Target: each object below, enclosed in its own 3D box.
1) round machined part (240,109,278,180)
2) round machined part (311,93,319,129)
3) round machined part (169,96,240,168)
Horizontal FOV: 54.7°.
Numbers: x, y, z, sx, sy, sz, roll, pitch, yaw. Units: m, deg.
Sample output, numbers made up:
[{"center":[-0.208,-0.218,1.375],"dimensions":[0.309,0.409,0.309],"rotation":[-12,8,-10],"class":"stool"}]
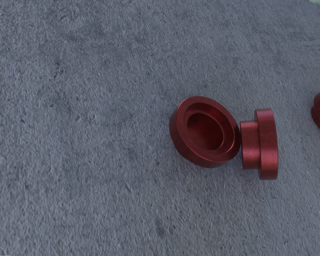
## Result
[{"center":[0.134,0.023,0.428],"dimensions":[0.042,0.098,0.098],"rotation":[-4,56,14],"class":"round machined part"},{"center":[0.327,-0.025,0.584],"dimensions":[0.099,0.042,0.098],"rotation":[14,56,-21],"class":"round machined part"},{"center":[0.056,0.009,0.417],"dimensions":[0.099,0.042,0.098],"rotation":[14,56,-21],"class":"round machined part"}]
